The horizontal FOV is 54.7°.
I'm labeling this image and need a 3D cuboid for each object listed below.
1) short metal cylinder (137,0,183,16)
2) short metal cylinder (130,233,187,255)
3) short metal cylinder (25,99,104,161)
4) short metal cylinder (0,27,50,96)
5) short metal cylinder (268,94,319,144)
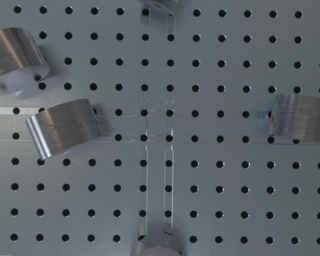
[{"bbox_3d":[0.009,-0.188,0.386,0.050,0.080,0.080,22,90,0],"label":"short metal cylinder"},{"bbox_3d":[-0.002,0.184,0.401,0.081,0.050,0.079,0,90,0],"label":"short metal cylinder"},{"bbox_3d":[-0.117,0.002,0.385,0.080,0.080,0.050,-22,90,0],"label":"short metal cylinder"},{"bbox_3d":[-0.187,-0.080,0.384,0.080,0.080,0.050,-28,90,0],"label":"short metal cylinder"},{"bbox_3d":[0.181,-0.009,0.387,0.080,0.080,0.050,10,90,0],"label":"short metal cylinder"}]
